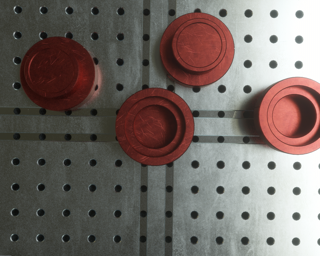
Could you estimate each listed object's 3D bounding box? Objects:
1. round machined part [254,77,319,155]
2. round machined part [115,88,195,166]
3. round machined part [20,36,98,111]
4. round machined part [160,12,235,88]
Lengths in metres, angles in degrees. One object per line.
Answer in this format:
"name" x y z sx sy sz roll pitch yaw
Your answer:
"round machined part" 0.171 -0.015 0.406 0.099 0.042 0.097 0 90 0
"round machined part" -0.006 -0.002 0.405 0.099 0.042 0.097 0 90 0
"round machined part" -0.134 -0.071 0.404 0.099 0.042 0.097 0 90 0
"round machined part" 0.049 -0.103 0.405 0.099 0.042 0.097 0 90 0
